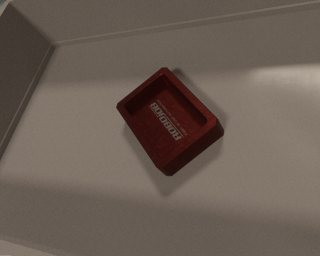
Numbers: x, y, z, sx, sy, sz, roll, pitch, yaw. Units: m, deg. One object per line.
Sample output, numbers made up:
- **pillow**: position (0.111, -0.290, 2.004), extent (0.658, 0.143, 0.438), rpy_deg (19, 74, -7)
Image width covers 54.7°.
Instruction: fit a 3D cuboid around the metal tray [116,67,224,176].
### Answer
- **metal tray**: position (0.008, -0.013, 0.404), extent (0.090, 0.030, 0.130), rpy_deg (-39, 51, 1)
